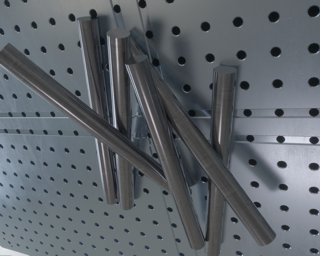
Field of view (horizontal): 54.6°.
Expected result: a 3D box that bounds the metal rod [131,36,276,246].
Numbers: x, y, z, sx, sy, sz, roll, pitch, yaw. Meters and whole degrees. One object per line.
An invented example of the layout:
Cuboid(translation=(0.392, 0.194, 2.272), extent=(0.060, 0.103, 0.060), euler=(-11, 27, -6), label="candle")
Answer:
Cuboid(translation=(0.039, 0.012, 0.371), extent=(0.025, 0.025, 0.300), euler=(-36, 90, 38), label="metal rod")

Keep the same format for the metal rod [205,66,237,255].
Cuboid(translation=(0.076, 0.065, 0.411), extent=(0.025, 0.025, 0.298), euler=(11, 123, 22), label="metal rod")

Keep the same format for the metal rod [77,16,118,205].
Cuboid(translation=(-0.085, -0.005, 0.453), extent=(0.025, 0.025, 0.298), euler=(12, 124, 21), label="metal rod")

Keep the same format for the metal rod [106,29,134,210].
Cuboid(translation=(-0.050, 0.014, 0.425), extent=(0.025, 0.025, 0.298), euler=(18, 132, 17), label="metal rod")

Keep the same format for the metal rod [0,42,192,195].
Cuboid(translation=(-0.064, 0.009, 0.388), extent=(0.025, 0.025, 0.300), euler=(-27, 124, 37), label="metal rod")

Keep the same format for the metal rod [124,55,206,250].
Cuboid(translation=(0.016, 0.052, 0.395), extent=(0.025, 0.025, 0.299), euler=(0, 125, 28), label="metal rod")
